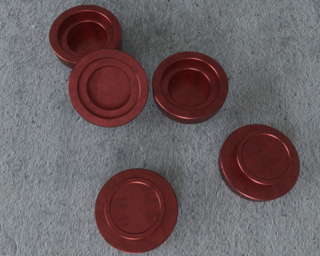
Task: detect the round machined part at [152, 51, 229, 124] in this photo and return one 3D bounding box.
[{"bbox_3d":[0.039,-0.050,0.418,0.099,0.042,0.098,0,70,0],"label":"round machined part"}]

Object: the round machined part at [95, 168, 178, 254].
[{"bbox_3d":[-0.028,0.095,0.364,0.099,0.042,0.098,0,70,0],"label":"round machined part"}]

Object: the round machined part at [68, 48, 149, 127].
[{"bbox_3d":[-0.065,-0.052,0.403,0.099,0.042,0.097,-1,100,-6],"label":"round machined part"}]

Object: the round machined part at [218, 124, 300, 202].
[{"bbox_3d":[0.125,0.040,0.385,0.099,0.042,0.098,0,70,0],"label":"round machined part"}]

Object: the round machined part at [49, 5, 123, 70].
[{"bbox_3d":[-0.102,-0.123,0.443,0.099,0.042,0.098,0,70,0],"label":"round machined part"}]
